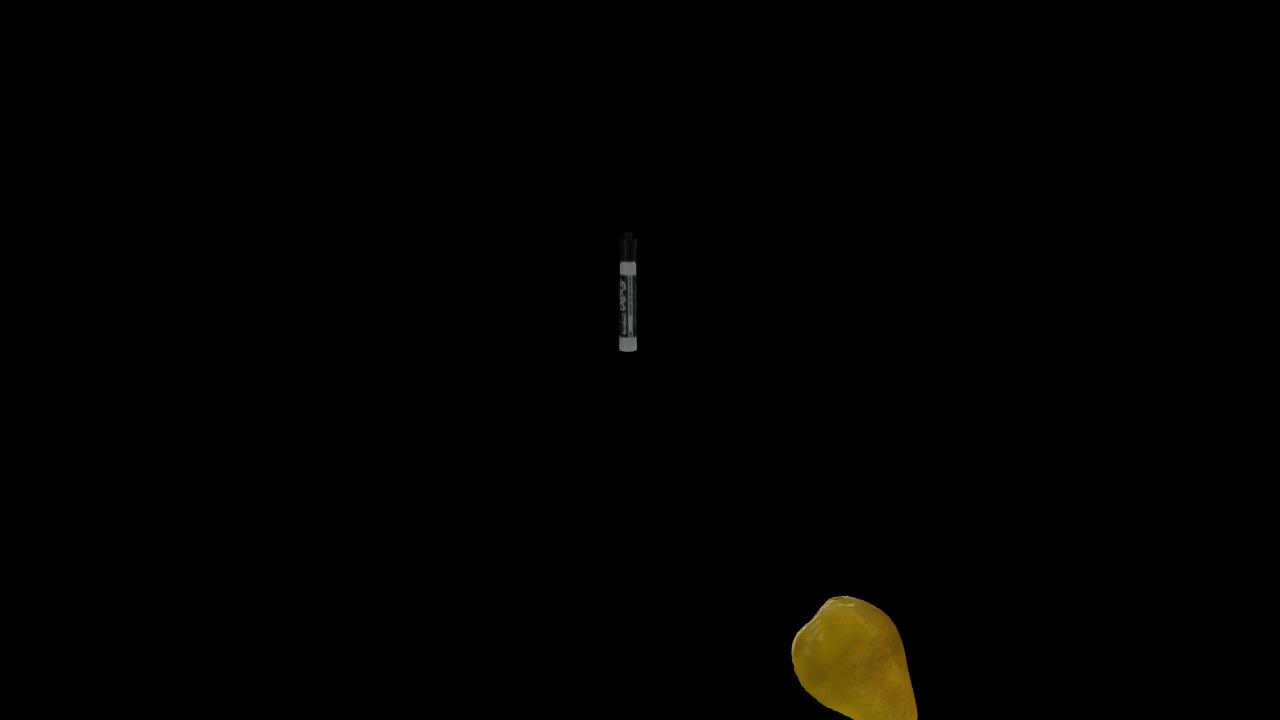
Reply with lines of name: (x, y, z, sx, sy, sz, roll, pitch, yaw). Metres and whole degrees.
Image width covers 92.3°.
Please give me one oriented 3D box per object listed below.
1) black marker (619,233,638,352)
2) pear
black marker: (-0.012, -0.069, 0.632, 0.020, 0.121, 0.020, 0, 14, 0)
pear: (0.165, 0.227, 0.437, 0.111, 0.080, 0.080, 42, 21, 25)
